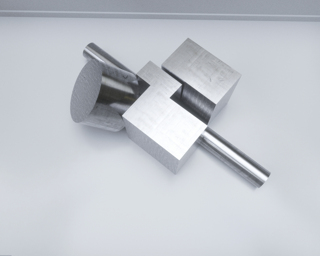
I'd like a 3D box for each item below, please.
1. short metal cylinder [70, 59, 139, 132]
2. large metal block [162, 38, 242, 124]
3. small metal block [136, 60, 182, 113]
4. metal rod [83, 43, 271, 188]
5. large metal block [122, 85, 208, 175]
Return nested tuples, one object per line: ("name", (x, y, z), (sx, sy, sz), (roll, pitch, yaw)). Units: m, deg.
("short metal cylinder", (-0.070, -0.039, 0.386), (0.050, 0.080, 0.080), (17, 65, -37))
("large metal block", (0.049, -0.055, 0.401), (0.080, 0.080, 0.050), (38, 74, 12))
("small metal block", (-0.001, -0.049, 0.388), (0.050, 0.050, 0.025), (39, 75, 12))
("metal rod", (0.014, -0.024, 0.418), (0.300, 0.025, 0.025), (37, 74, 12))
("large metal block", (0.005, 0.005, 0.378), (0.080, 0.080, 0.050), (37, 74, 12))
